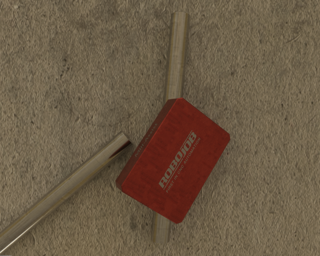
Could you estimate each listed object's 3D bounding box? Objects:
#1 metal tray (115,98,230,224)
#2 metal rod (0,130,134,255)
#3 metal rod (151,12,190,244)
[{"bbox_3d":[0.018,0.039,0.383,0.090,0.030,0.130,36,79,-19],"label":"metal tray"},{"bbox_3d":[-0.158,0.109,0.408,0.300,0.025,0.025,-40,90,0],"label":"metal rod"},{"bbox_3d":[0.014,-0.001,0.409,0.025,0.025,0.298,5,90,0],"label":"metal rod"}]
